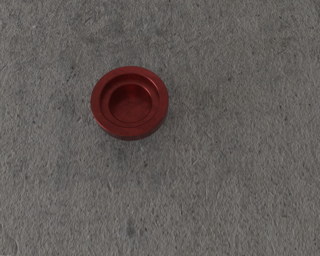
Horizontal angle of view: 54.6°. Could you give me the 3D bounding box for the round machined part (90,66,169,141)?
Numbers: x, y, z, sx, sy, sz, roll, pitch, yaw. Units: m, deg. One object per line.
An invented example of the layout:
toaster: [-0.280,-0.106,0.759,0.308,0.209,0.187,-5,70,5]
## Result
round machined part: [-0.038,-0.029,0.410,0.099,0.042,0.098,0,70,0]
